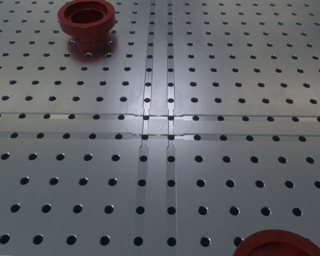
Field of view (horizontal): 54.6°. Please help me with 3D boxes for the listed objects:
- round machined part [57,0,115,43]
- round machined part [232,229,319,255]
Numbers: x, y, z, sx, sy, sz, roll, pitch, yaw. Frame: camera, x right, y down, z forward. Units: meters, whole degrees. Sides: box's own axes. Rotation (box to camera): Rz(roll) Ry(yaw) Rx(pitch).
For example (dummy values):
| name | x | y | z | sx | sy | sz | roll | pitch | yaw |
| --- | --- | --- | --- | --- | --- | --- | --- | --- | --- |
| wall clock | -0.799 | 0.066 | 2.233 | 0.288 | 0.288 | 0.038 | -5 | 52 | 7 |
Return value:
| name | x | y | z | sx | sy | sz | roll | pitch | yaw |
| --- | --- | --- | --- | --- | --- | --- | --- | --- | --- |
| round machined part | -0.128 | -0.189 | 0.555 | 0.099 | 0.042 | 0.098 | 0 | 50 | 0 |
| round machined part | 0.107 | 0.145 | 0.275 | 0.099 | 0.042 | 0.098 | 0 | 50 | 0 |
